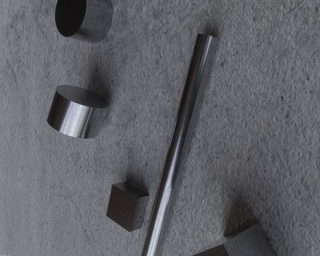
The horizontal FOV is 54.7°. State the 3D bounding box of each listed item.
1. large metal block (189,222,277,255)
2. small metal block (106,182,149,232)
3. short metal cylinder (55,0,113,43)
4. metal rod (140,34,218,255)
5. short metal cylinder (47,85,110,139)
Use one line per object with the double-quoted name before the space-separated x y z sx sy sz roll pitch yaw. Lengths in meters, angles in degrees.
"large metal block" 0.080 0.148 0.302 0.050 0.081 0.080 -38 67 33
"small metal block" -0.047 0.111 0.441 0.050 0.025 0.050 20 103 37
"short metal cylinder" -0.119 -0.177 0.484 0.080 0.050 0.079 0 90 39
"metal rod" 0.020 0.036 0.386 0.025 0.025 0.298 22 104 37
"short metal cylinder" -0.123 -0.026 0.468 0.080 0.081 0.050 36 112 34
